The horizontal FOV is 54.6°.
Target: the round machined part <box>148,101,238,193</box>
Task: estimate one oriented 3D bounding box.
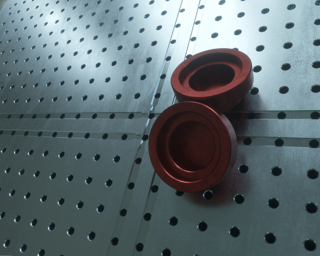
[{"bbox_3d":[0.039,0.020,0.348,0.098,0.042,0.097,0,89,31],"label":"round machined part"}]

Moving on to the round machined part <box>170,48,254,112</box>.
[{"bbox_3d":[0.066,-0.054,0.386,0.098,0.042,0.098,-13,42,12],"label":"round machined part"}]
